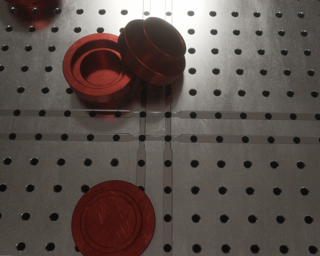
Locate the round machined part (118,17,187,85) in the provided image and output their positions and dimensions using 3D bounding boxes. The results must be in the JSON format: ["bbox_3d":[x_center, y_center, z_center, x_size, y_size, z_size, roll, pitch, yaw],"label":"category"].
[{"bbox_3d":[-0.004,-0.110,0.417,0.099,0.042,0.098,21,50,-27],"label":"round machined part"}]

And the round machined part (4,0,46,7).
[{"bbox_3d":[-0.210,-0.231,0.485,0.099,0.042,0.098,0,70,-1],"label":"round machined part"}]

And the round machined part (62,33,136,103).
[{"bbox_3d":[-0.080,-0.079,0.431,0.099,0.042,0.098,0,70,-1],"label":"round machined part"}]

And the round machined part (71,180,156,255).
[{"bbox_3d":[-0.054,0.109,0.362,0.099,0.042,0.098,0,70,-1],"label":"round machined part"}]
